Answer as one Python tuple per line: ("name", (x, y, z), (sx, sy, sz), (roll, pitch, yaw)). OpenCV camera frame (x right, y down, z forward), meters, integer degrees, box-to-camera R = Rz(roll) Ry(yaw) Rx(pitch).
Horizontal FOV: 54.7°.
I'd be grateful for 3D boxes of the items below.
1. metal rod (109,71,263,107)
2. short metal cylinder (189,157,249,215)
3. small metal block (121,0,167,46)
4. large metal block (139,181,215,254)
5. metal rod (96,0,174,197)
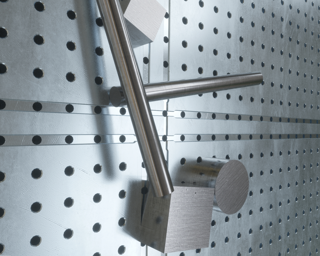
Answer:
("metal rod", (0.061, -0.063, 0.462), (0.302, 0.025, 0.025), (-13, 99, -39))
("short metal cylinder", (0.091, 0.086, 0.472), (0.081, 0.050, 0.079), (0, 90, -40))
("small metal block", (-0.025, -0.141, 0.390), (0.050, 0.025, 0.050), (33, 70, -36))
("large metal block", (0.024, 0.116, 0.416), (0.081, 0.050, 0.080), (12, 83, -40))
("metal rod", (-0.037, -0.068, 0.351), (0.025, 0.025, 0.298), (-18, 93, -39))
